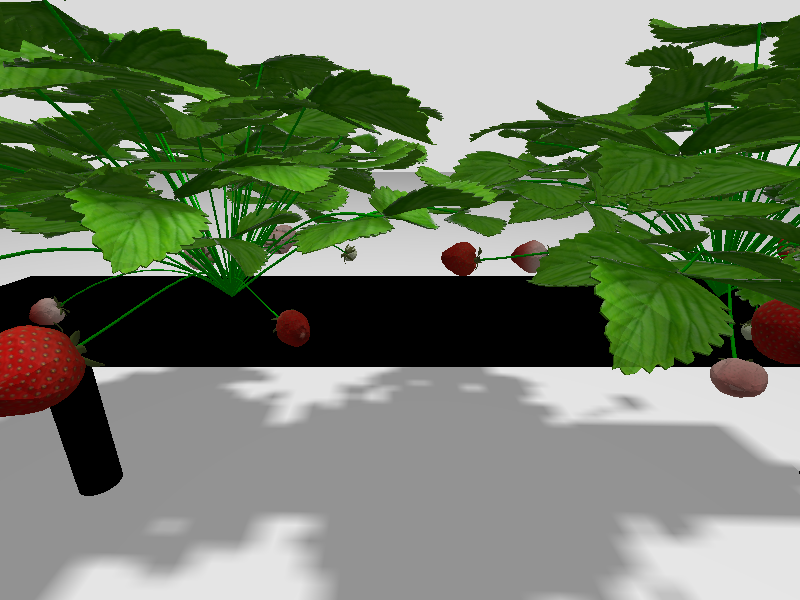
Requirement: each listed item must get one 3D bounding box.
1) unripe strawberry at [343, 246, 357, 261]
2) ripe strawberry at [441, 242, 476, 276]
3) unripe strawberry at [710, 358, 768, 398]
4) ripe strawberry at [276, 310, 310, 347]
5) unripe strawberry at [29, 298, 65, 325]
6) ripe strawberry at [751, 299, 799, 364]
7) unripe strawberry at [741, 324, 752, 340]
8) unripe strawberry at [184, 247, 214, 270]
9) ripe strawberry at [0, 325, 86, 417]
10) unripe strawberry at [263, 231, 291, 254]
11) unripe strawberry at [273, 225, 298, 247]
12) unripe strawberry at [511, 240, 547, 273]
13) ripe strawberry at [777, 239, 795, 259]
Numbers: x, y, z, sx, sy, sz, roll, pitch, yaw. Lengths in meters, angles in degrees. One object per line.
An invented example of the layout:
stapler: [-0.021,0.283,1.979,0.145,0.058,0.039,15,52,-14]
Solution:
unripe strawberry: [-0.060,-0.056,0.490,0.016,0.018,0.018,14,10,34]
ripe strawberry: [0.063,-0.045,0.435,0.038,0.037,0.035,6,20,17]
unripe strawberry: [0.177,0.042,0.210,0.024,0.021,0.022,13,24,33]
ripe strawberry: [-0.070,0.020,0.267,0.022,0.025,0.024,-15,25,-36]
unripe strawberry: [-0.267,0.010,0.303,0.019,0.020,0.018,-31,31,-20]
ripe strawberry: [0.242,0.020,0.243,0.042,0.044,0.046,8,22,21]
unripe strawberry: [0.241,0.023,0.276,0.010,0.011,0.011,10,22,27]
unripe strawberry: [-0.226,-0.050,0.453,0.035,0.031,0.032,-14,24,-35]
ripe strawberry: [-0.186,0.037,0.197,0.043,0.045,0.046,3,20,9]
unripe strawberry: [-0.160,-0.076,0.524,0.036,0.031,0.036,0,19,-1]
unripe strawberry: [-0.160,-0.089,0.561,0.036,0.033,0.033,0,19,-1]
unripe strawberry: [0.143,-0.049,0.447,0.038,0.037,0.035,10,22,28]
ripe strawberry: [0.475,-0.060,0.479,0.033,0.033,0.036,9,11,-37]
